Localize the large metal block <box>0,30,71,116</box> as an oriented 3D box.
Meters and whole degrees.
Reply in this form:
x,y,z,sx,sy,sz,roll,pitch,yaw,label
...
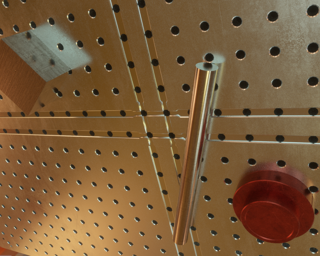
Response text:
x,y,z,sx,sy,sz,roll,pitch,yaw,label
-0.189,-0.078,0.446,0.080,0.050,0.080,44,129,-3,large metal block

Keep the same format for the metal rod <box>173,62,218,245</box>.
x,y,z,sx,sy,sz,roll,pitch,yaw,label
0.042,0.056,0.423,0.025,0.025,0.298,17,125,18,metal rod

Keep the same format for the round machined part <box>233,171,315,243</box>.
x,y,z,sx,sy,sz,roll,pitch,yaw,label
0.141,0.106,0.392,0.098,0.042,0.097,13,124,21,round machined part
